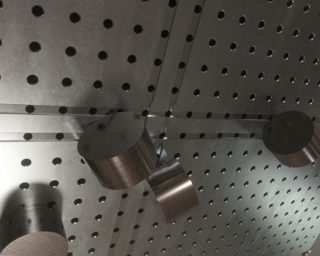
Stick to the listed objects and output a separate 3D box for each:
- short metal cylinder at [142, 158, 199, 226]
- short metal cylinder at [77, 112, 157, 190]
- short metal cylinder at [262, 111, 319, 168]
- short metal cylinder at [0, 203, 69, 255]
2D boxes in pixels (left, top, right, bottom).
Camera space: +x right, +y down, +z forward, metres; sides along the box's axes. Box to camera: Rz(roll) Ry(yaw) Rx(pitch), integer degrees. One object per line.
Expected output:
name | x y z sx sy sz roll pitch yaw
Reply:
short metal cylinder | 0.013 0.090 0.440 0.050 0.080 0.080 -25 128 -13
short metal cylinder | -0.049 0.026 0.366 0.080 0.080 0.050 -29 129 -10
short metal cylinder | 0.218 0.018 0.509 0.080 0.080 0.050 -47 129 5
short metal cylinder | -0.163 0.144 0.396 0.081 0.050 0.079 -14 125 -21
